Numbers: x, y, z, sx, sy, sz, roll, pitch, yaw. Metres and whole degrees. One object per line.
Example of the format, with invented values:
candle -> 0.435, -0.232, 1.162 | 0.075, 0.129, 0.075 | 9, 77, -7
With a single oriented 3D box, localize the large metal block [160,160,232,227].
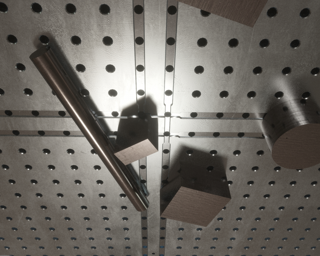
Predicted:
large metal block -> 0.052, 0.105, 0.485 | 0.081, 0.050, 0.079 | 17, 128, -14

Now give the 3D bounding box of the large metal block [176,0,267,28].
large metal block -> 0.060, -0.147, 0.271 | 0.081, 0.050, 0.079 | 14, 129, -13

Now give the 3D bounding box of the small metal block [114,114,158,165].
small metal block -> -0.030, 0.015, 0.408 | 0.050, 0.050, 0.025 | -24, 126, 19

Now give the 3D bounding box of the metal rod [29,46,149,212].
metal rod -> -0.081, 0.024, 0.430 | 0.025, 0.025, 0.299 | -16, 129, 12

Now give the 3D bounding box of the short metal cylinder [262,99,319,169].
short metal cylinder -> 0.180, 0.009, 0.406 | 0.081, 0.050, 0.079 | 0, 130, 0
